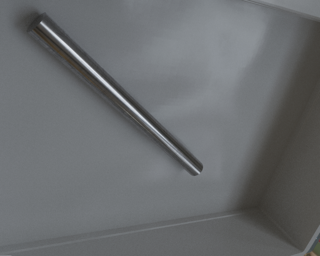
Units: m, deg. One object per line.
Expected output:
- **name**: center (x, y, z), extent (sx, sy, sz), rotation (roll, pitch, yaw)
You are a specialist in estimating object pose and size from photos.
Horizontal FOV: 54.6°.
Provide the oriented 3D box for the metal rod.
- **metal rod**: center (-0.029, -0.018, 0.380), extent (0.025, 0.025, 0.300), rotation (-44, 129, 3)
